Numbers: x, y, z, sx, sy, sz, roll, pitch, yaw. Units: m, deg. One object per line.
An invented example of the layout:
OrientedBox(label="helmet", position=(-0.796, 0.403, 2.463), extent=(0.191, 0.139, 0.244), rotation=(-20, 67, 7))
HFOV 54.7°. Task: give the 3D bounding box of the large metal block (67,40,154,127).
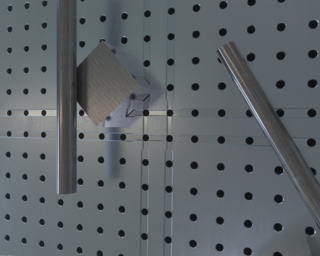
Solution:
OrientedBox(label="large metal block", position=(-0.070, -0.057, 0.424), extent=(0.080, 0.050, 0.080), rotation=(-42, 77, 15))

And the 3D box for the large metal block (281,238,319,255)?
OrientedBox(label="large metal block", position=(0.161, 0.186, 0.342), extent=(0.080, 0.050, 0.080), rotation=(-44, 77, 14))

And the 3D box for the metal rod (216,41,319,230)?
OrientedBox(label="metal rod", position=(0.149, 0.031, 0.359), extent=(0.025, 0.025, 0.299), rotation=(-31, 80, 17))

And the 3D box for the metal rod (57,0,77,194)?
OrientedBox(label="metal rod", position=(-0.121, -0.066, 0.401), extent=(0.025, 0.025, 0.298), rotation=(0, 90, 20))
